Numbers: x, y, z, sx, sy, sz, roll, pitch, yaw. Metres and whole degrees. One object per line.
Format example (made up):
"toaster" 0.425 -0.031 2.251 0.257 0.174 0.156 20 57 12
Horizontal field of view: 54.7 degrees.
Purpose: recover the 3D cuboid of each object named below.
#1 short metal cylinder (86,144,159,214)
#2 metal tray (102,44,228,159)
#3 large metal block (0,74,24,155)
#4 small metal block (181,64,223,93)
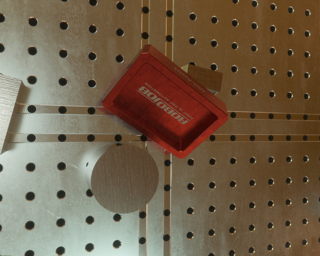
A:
"short metal cylinder" -0.048 0.059 0.382 0.081 0.050 0.079 0 90 -20
"metal tray" 0.007 -0.028 0.385 0.130 0.030 0.090 35 119 -17
"large metal block" -0.197 -0.021 0.326 0.081 0.050 0.080 15 85 -20
"small metal block" 0.048 -0.063 0.417 0.050 0.050 0.025 10 86 -20
